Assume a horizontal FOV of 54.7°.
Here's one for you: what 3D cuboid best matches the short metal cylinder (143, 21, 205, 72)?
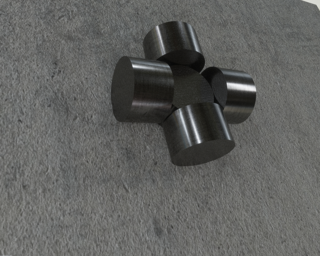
[{"bbox_3d":[0.019,-0.106,0.445,0.081,0.080,0.050,2,62,-28],"label":"short metal cylinder"}]

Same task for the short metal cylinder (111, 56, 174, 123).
[{"bbox_3d":[-0.024,-0.046,0.387,0.050,0.080,0.080,2,61,-28],"label":"short metal cylinder"}]

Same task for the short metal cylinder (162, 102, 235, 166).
[{"bbox_3d":[0.048,0.010,0.391,0.081,0.080,0.050,0,61,-29],"label":"short metal cylinder"}]

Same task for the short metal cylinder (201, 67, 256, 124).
[{"bbox_3d":[0.092,-0.046,0.450,0.050,0.080,0.080,2,61,-28],"label":"short metal cylinder"}]

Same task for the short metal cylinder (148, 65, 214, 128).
[{"bbox_3d":[0.027,-0.040,0.430,0.081,0.050,0.080,14,56,-21],"label":"short metal cylinder"}]
